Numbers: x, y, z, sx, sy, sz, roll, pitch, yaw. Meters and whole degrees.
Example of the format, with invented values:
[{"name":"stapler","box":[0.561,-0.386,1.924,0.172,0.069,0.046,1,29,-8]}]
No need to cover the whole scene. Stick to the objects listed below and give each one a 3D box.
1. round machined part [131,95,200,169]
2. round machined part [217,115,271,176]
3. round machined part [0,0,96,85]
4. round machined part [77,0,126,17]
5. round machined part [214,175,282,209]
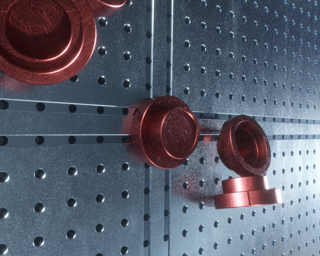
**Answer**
[{"name":"round machined part","box":[0.014,0.006,0.409,0.099,0.042,0.097,0,90,-40]},{"name":"round machined part","box":[0.129,0.031,0.492,0.099,0.042,0.098,17,62,-34]},{"name":"round machined part","box":[-0.111,-0.093,0.286,0.099,0.042,0.097,-7,115,-15]},{"name":"round machined part","box":[-0.068,-0.169,0.316,0.098,0.042,0.098,32,45,-40]},{"name":"round machined part","box":[0.131,0.098,0.473,0.099,0.098,0.042,8,69,-40]}]
